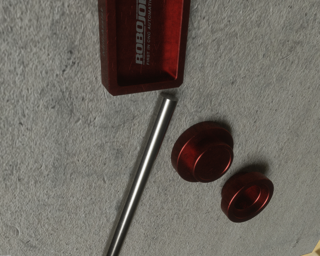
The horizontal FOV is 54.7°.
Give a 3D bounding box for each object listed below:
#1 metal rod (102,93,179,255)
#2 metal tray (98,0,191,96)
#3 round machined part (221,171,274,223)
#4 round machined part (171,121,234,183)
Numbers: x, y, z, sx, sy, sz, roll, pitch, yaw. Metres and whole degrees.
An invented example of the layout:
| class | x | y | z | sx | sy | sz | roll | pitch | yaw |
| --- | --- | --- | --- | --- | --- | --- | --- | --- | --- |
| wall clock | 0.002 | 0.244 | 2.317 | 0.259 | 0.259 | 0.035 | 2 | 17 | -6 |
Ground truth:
| class | x | y | z | sx | sy | sz | roll | pitch | yaw |
| --- | --- | --- | --- | --- | --- | --- | --- | --- | --- |
| metal rod | -0.037 | 0.091 | 0.443 | 0.025 | 0.025 | 0.298 | 7 | 115 | -32 |
| metal tray | -0.017 | -0.104 | 0.330 | 0.091 | 0.030 | 0.129 | -11 | 123 | -23 |
| round machined part | 0.149 | 0.117 | 0.550 | 0.099 | 0.042 | 0.097 | -14 | 124 | -21 |
| round machined part | 0.069 | 0.042 | 0.460 | 0.099 | 0.042 | 0.097 | -14 | 124 | -21 |
